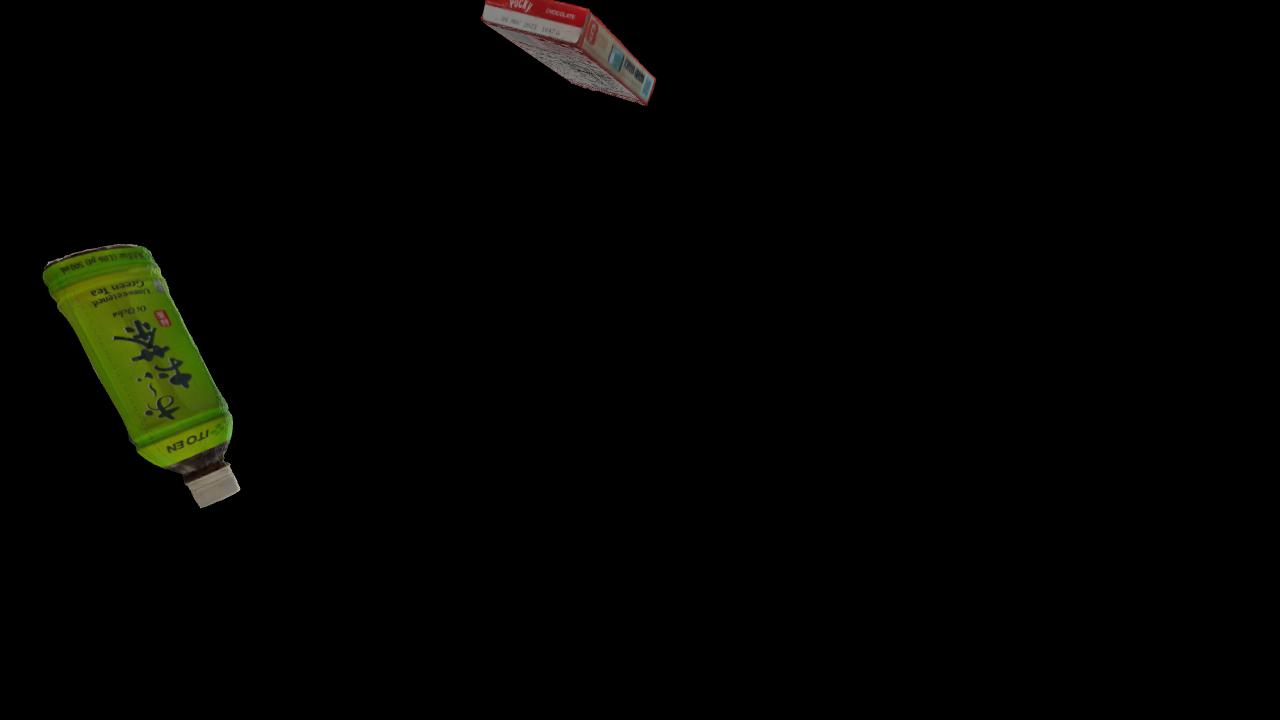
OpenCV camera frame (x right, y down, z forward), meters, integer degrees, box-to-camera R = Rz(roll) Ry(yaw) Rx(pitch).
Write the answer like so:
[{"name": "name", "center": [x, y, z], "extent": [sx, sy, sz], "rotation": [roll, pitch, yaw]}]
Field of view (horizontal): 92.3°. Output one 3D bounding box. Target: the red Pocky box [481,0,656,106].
[{"name": "red Pocky box", "center": [-0.049, -0.244, 0.489], "extent": [0.083, 0.028, 0.155], "rotation": [22, 14, 15]}]

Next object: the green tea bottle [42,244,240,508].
[{"name": "green tea bottle", "center": [-0.384, 0.018, 0.491], "extent": [0.073, 0.212, 0.073], "rotation": [-20, 9, 3]}]
